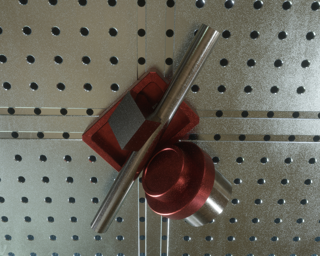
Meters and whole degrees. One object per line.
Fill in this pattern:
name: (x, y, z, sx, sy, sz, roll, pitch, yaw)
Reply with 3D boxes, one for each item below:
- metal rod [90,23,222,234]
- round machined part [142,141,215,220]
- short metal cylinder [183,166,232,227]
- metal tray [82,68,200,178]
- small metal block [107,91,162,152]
metal rod: (-0.014, 0.014, 0.386, 0.025, 0.025, 0.298, 27, 108, -10)
round machined part: (0.016, 0.060, 0.386, 0.098, 0.098, 0.042, -44, 127, 14)
short metal cylinder: (0.048, 0.083, 0.414, 0.080, 0.080, 0.050, -41, 105, 13)
metal tray: (-0.025, -0.003, 0.408, 0.130, 0.030, 0.090, -41, 106, 13)
small metal block: (-0.032, -0.008, 0.373, 0.025, 0.050, 0.050, 11, 127, -45)
